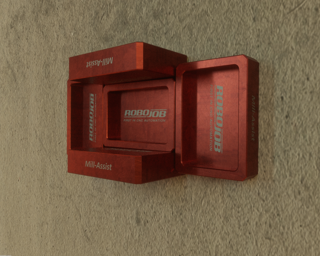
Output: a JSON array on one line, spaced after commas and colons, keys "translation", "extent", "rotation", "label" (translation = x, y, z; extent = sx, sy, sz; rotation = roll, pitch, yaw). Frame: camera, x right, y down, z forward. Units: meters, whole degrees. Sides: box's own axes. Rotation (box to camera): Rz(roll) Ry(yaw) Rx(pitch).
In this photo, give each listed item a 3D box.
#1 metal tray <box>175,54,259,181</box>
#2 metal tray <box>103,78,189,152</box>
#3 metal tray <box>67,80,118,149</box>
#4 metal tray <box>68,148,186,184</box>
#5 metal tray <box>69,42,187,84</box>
[{"translation": [0.062, -0.011, 0.350], "extent": [0.090, 0.030, 0.129], "rotation": [1, 90, 39], "label": "metal tray"}, {"translation": [-0.024, -0.017, 0.420], "extent": [0.130, 0.030, 0.089], "rotation": [1, 91, 39], "label": "metal tray"}, {"translation": [-0.108, -0.017, 0.490], "extent": [0.090, 0.030, 0.129], "rotation": [1, 90, 39], "label": "metal tray"}, {"translation": [-0.044, 0.043, 0.396], "extent": [0.130, 0.091, 0.030], "rotation": [1, 91, 39], "label": "metal tray"}, {"translation": [-0.042, -0.077, 0.397], "extent": [0.130, 0.091, 0.030], "rotation": [1, 91, 39], "label": "metal tray"}]
